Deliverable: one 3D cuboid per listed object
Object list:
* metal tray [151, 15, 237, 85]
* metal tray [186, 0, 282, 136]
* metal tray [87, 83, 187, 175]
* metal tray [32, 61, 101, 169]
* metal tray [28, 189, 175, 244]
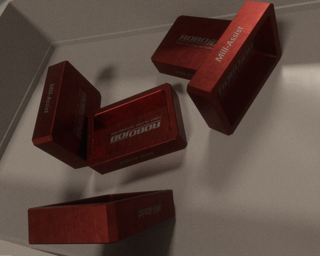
[{"bbox_3d":[0.062,-0.110,0.437,0.130,0.030,0.090,21,73,35],"label":"metal tray"},{"bbox_3d":[0.091,-0.067,0.356,0.030,0.090,0.130,26,76,37],"label":"metal tray"},{"bbox_3d":[-0.035,0.001,0.418,0.130,0.030,0.090,-19,54,16],"label":"metal tray"},{"bbox_3d":[-0.126,-0.018,0.439,0.030,0.090,0.130,-14,56,20],"label":"metal tray"},{"bbox_3d":[-0.050,0.085,0.310,0.090,0.130,0.030,-9,81,23],"label":"metal tray"}]
